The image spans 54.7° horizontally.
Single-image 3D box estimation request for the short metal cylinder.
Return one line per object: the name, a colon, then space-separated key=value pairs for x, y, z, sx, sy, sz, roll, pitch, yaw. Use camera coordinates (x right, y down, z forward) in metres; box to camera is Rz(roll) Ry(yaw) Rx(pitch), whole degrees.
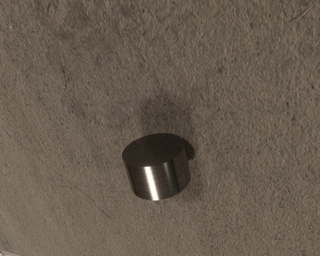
short metal cylinder: x=-0.004 y=0.048 z=0.402 sx=0.080 sy=0.080 sz=0.050 roll=2 pitch=119 yaw=27
